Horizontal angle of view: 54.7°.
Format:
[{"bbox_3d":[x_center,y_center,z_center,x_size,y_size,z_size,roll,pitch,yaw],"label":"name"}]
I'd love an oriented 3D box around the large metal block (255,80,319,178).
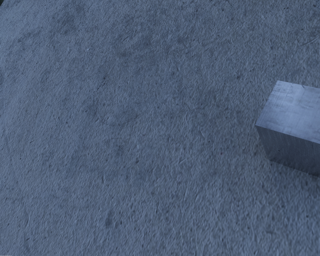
[{"bbox_3d":[0.144,0.006,0.289,0.080,0.080,0.050,20,73,35],"label":"large metal block"}]
